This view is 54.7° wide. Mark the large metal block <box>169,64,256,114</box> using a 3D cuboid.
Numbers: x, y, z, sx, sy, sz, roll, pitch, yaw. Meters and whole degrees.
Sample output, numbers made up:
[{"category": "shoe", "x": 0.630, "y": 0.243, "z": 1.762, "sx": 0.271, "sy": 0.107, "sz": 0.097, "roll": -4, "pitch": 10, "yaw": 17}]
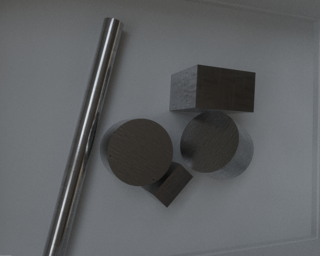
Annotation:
[{"category": "large metal block", "x": 0.066, "y": -0.046, "z": 0.407, "sx": 0.081, "sy": 0.080, "sz": 0.050, "roll": 3, "pitch": 89, "yaw": -20}]

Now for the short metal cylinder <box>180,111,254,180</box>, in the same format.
[{"category": "short metal cylinder", "x": 0.074, "y": 0.024, "z": 0.402, "sx": 0.050, "sy": 0.080, "sz": 0.080, "roll": 29, "pitch": 79, "yaw": -50}]

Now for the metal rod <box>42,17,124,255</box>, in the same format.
[{"category": "metal rod", "x": -0.092, "y": 0.012, "z": 0.377, "sx": 0.025, "sy": 0.025, "sz": 0.298, "roll": 15, "pitch": 85, "yaw": -20}]

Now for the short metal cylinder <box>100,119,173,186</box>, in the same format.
[{"category": "short metal cylinder", "x": -0.030, "y": 0.028, "z": 0.387, "sx": 0.081, "sy": 0.050, "sz": 0.079, "roll": 0, "pitch": 90, "yaw": -21}]

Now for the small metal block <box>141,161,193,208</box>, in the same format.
[{"category": "small metal block", "x": 0.008, "y": 0.070, "z": 0.401, "sx": 0.025, "sy": 0.050, "sz": 0.050, "roll": 46, "pitch": 76, "yaw": -15}]
